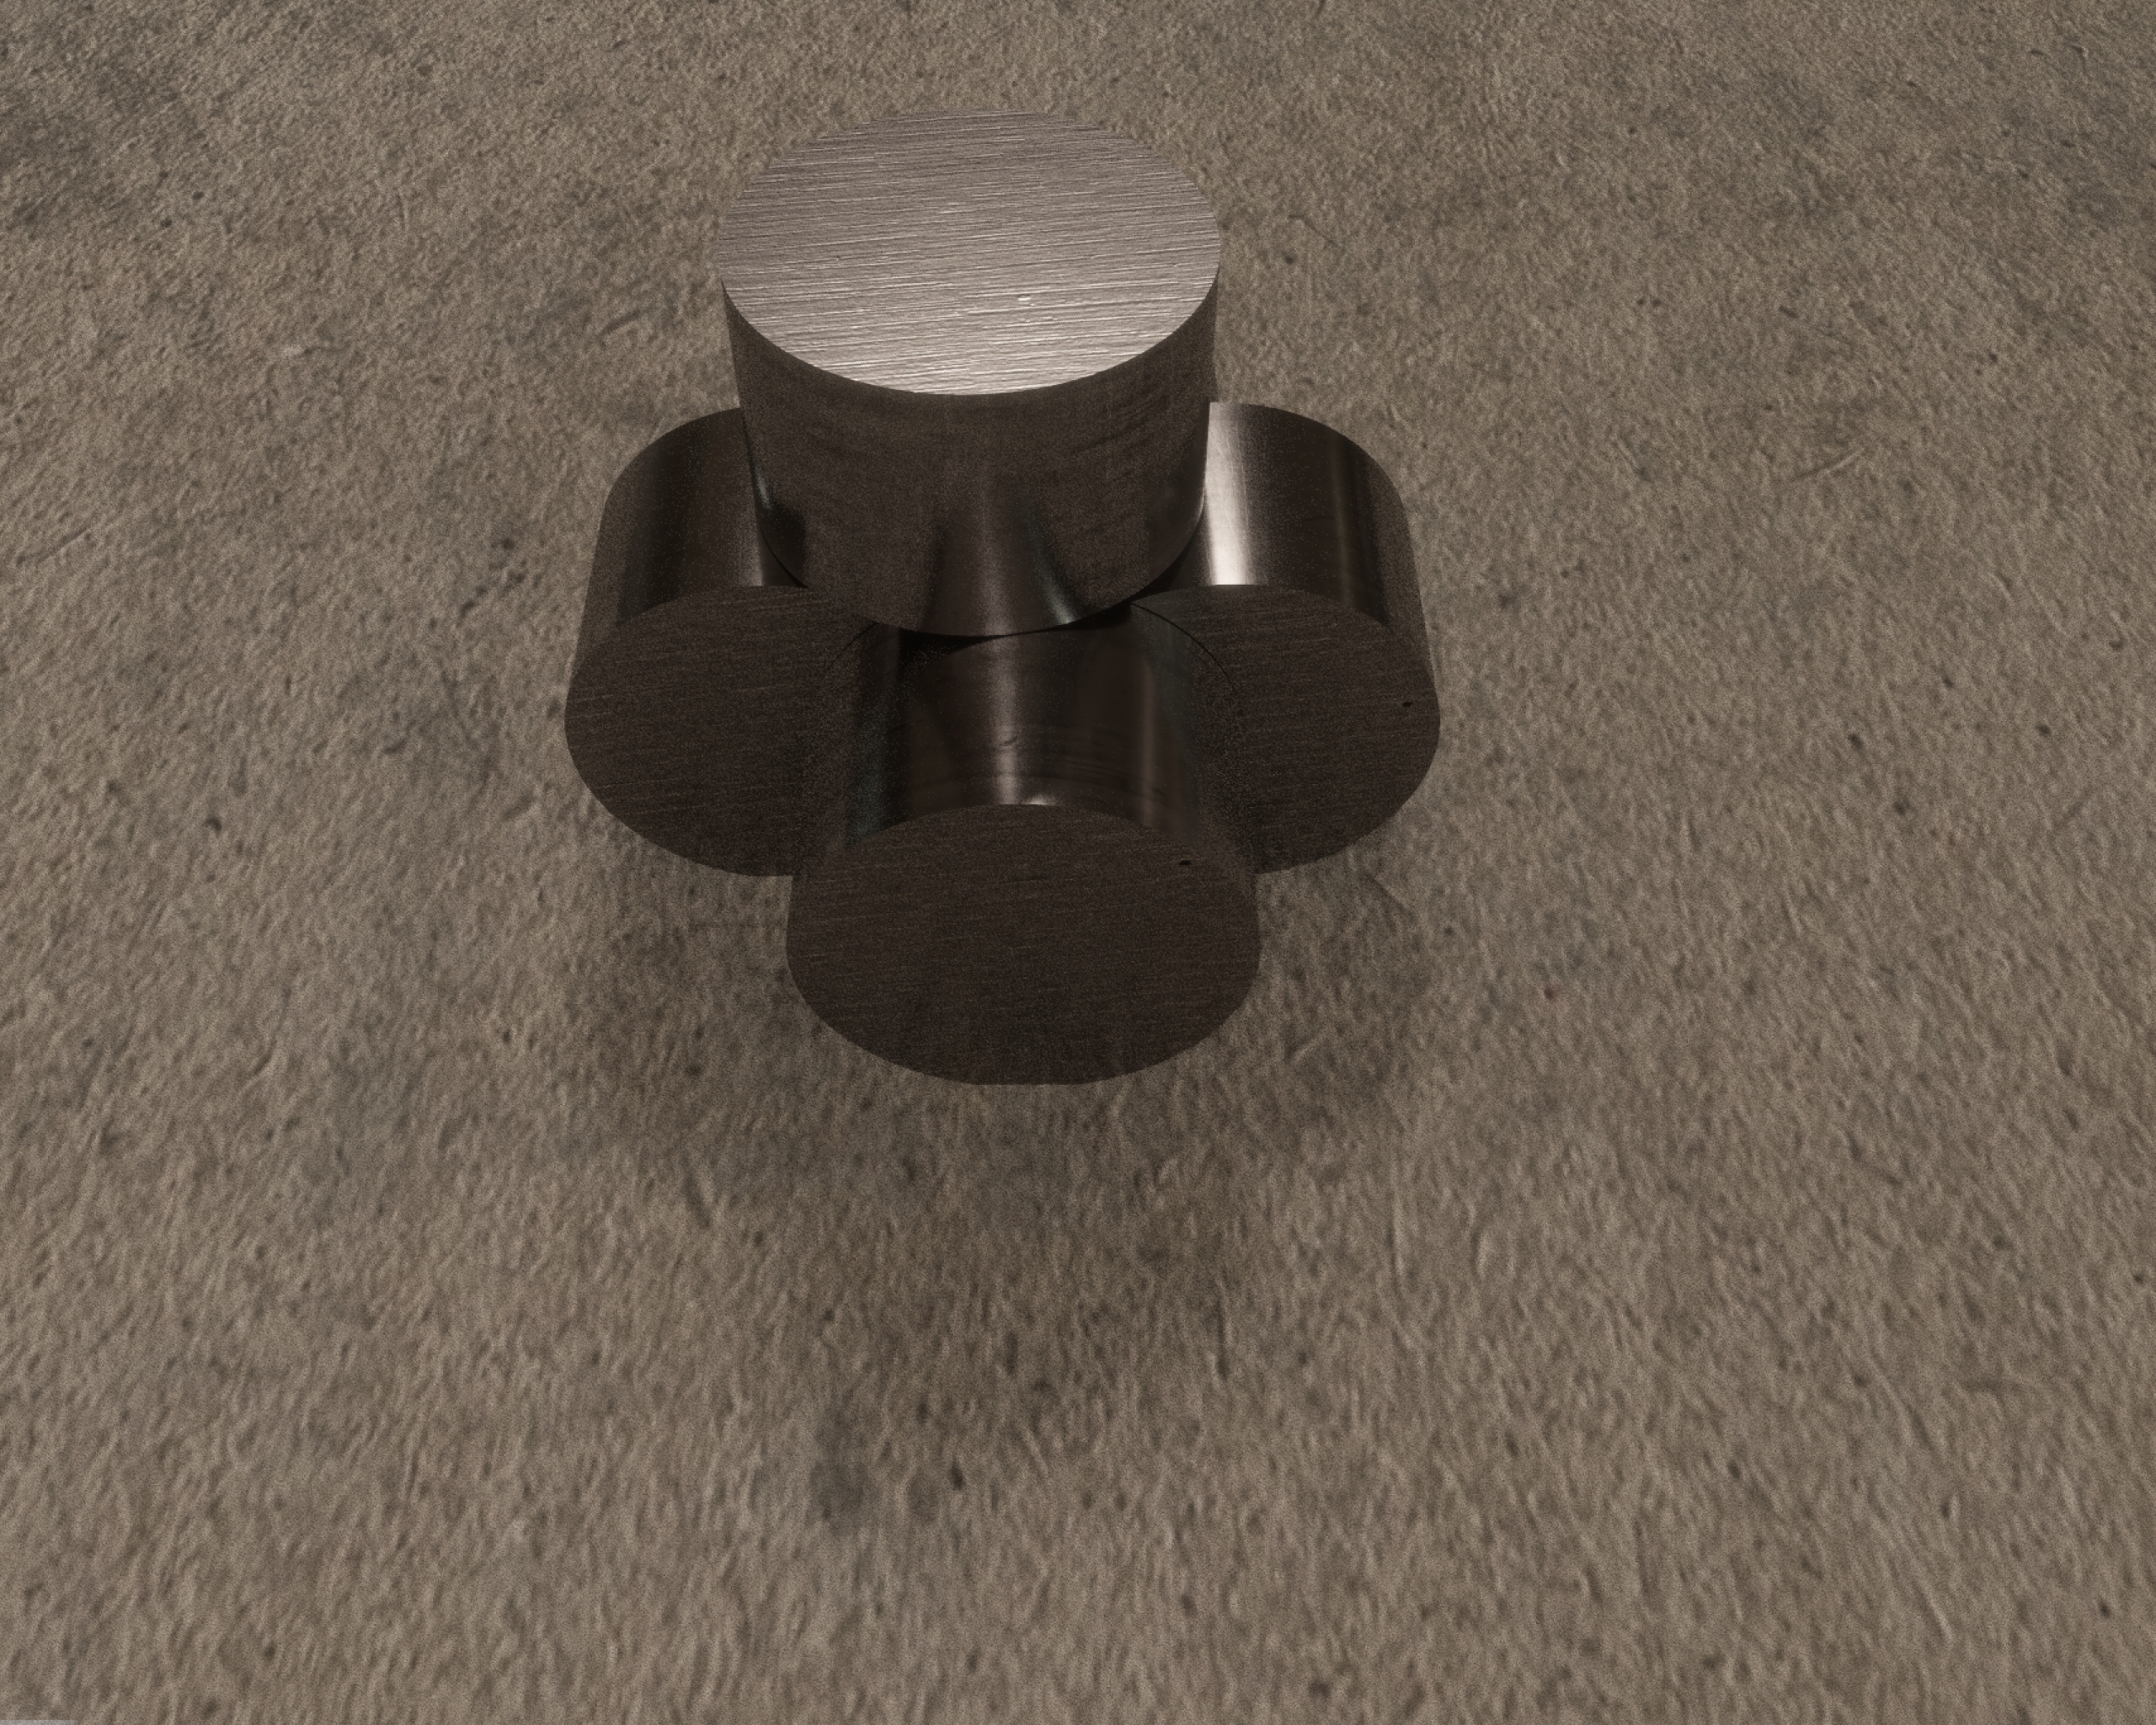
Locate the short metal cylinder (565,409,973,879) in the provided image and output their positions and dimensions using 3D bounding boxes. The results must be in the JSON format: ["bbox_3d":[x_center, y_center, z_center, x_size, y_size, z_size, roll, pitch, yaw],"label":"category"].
[{"bbox_3d":[-0.055,-0.041,0.403,0.081,0.080,0.050,-1,50,-1],"label":"short metal cylinder"}]

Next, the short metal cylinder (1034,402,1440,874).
[{"bbox_3d":[0.027,-0.041,0.404,0.081,0.080,0.050,0,50,-1],"label":"short metal cylinder"}]

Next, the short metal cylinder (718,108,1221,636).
[{"bbox_3d":[-0.017,-0.084,0.355,0.081,0.050,0.080,0,50,0],"label":"short metal cylinder"}]

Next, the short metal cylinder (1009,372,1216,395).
[{"bbox_3d":[-0.009,-0.081,0.437,0.081,0.080,0.050,-1,50,-2],"label":"short metal cylinder"}]

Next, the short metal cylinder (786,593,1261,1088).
[{"bbox_3d":[-0.009,-0.003,0.371,0.081,0.080,0.050,0,50,-1],"label":"short metal cylinder"}]
